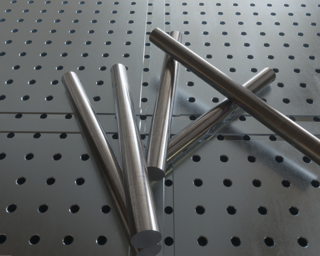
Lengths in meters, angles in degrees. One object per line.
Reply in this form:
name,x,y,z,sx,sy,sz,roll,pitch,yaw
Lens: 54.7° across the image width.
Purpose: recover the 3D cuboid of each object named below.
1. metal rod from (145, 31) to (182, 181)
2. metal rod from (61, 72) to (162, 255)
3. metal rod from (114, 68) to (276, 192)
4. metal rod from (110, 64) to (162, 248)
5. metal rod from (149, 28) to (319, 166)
metal rod,0.010,-0.055,0.434,0.025,0.025,0.300,5,44,4
metal rod,-0.073,0.017,0.368,0.025,0.025,0.300,-20,46,-16
metal rod,0.058,-0.004,0.411,0.302,0.025,0.025,-35,59,-26
metal rod,-0.038,0.000,0.365,0.025,0.025,0.300,-8,38,-7
metal rod,0.095,-0.053,0.419,0.025,0.025,0.300,-35,63,-26
